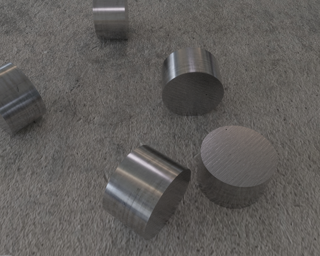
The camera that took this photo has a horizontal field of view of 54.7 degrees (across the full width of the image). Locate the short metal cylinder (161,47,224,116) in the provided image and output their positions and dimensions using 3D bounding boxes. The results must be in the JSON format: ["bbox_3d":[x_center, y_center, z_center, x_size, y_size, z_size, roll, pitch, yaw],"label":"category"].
[{"bbox_3d":[0.042,-0.061,0.419,0.081,0.080,0.050,-1,50,-1],"label":"short metal cylinder"}]

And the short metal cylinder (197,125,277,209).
[{"bbox_3d":[0.084,0.044,0.351,0.080,0.050,0.080,0,50,0],"label":"short metal cylinder"}]

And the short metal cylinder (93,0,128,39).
[{"bbox_3d":[-0.082,-0.193,0.529,0.050,0.080,0.080,-1,50,-1],"label":"short metal cylinder"}]

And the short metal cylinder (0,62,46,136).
[{"bbox_3d":[-0.194,-0.037,0.397,0.080,0.080,0.050,34,58,25],"label":"short metal cylinder"}]

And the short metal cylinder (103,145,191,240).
[{"bbox_3d":[-0.011,0.064,0.314,0.050,0.080,0.080,29,56,22],"label":"short metal cylinder"}]
